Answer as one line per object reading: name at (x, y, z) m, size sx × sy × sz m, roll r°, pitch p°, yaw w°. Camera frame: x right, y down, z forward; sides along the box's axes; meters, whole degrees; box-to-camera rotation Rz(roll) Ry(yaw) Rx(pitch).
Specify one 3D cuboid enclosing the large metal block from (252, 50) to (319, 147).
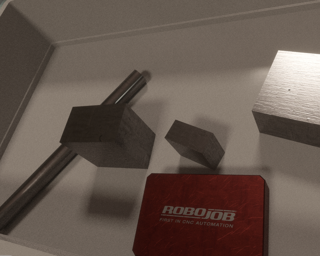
large metal block at (0.155, -0.031, 0.327) m, size 0.080 × 0.050 × 0.080 m, roll 17°, pitch 70°, yaw 34°

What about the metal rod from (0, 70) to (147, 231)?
metal rod at (-0.132, 0.029, 0.454) m, size 0.300 × 0.025 × 0.025 m, roll -47°, pitch 52°, yaw -5°

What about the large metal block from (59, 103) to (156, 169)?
large metal block at (-0.063, 0.013, 0.394) m, size 0.080 × 0.080 × 0.050 m, roll -2°, pitch 61°, yaw 27°

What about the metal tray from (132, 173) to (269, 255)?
metal tray at (0.042, 0.095, 0.321) m, size 0.130 × 0.030 × 0.090 m, roll -3°, pitch 60°, yaw 26°

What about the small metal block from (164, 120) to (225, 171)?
small metal block at (0.041, 0.020, 0.355) m, size 0.050 × 0.050 × 0.025 m, roll 22°, pitch 73°, yaw 35°
